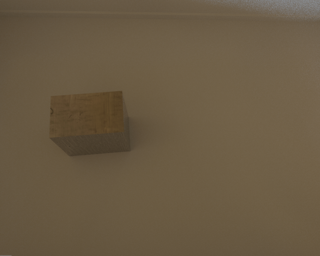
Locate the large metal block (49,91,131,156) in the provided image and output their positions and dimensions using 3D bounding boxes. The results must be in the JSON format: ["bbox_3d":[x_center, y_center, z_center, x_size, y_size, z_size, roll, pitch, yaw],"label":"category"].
[{"bbox_3d":[-0.081,-0.003,0.380,0.081,0.080,0.050,-5,70,-2],"label":"large metal block"}]
